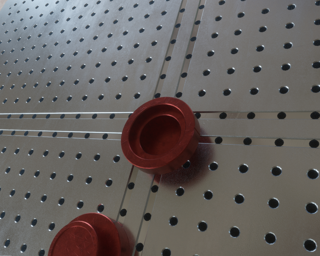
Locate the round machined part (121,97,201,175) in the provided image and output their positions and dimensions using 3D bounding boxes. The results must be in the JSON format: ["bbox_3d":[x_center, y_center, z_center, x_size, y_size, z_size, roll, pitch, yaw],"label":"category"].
[{"bbox_3d":[0.004,0.013,0.388,0.098,0.042,0.098,-13,56,21],"label":"round machined part"}]

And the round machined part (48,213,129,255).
[{"bbox_3d":[-0.088,0.146,0.355,0.098,0.042,0.098,-13,56,21],"label":"round machined part"}]
